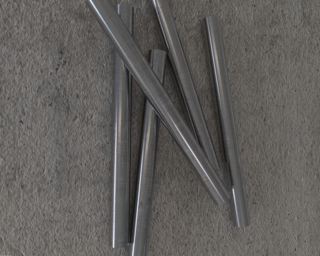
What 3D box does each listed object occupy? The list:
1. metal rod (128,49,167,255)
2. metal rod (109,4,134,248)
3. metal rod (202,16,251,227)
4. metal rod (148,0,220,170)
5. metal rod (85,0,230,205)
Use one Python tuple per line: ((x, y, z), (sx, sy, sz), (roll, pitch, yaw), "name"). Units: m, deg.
((-0.018, 0.049, 0.402), (0.025, 0.025, 0.298), (6, 88, -20), "metal rod")
((-0.049, -0.003, 0.390), (0.025, 0.025, 0.298), (1, 90, -20), "metal rod")
((0.095, -0.007, 0.443), (0.025, 0.025, 0.298), (-11, 94, -20), "metal rod")
((0.026, -0.083, 0.418), (0.025, 0.025, 0.298), (-21, 97, -19), "metal rod")
((0.006, -0.025, 0.383), (0.025, 0.025, 0.299), (-37, 106, -16), "metal rod")
